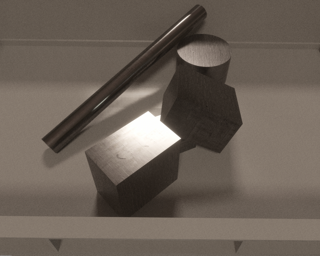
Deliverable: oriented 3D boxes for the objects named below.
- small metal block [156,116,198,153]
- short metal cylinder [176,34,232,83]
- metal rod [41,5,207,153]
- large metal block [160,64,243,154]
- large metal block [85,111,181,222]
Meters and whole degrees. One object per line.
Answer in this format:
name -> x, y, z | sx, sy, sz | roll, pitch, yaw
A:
small metal block -> 0.013, 0.008, 0.399 | 0.050, 0.025, 0.050 | -19, 53, -16
short metal cylinder -> 0.065, -0.100, 0.473 | 0.081, 0.050, 0.080 | 0, 50, 0
metal rod -> -0.038, -0.079, 0.432 | 0.025, 0.025, 0.301 | 36, 70, 26
large metal block -> 0.048, -0.025, 0.383 | 0.080, 0.050, 0.080 | 21, 36, -11
large metal block -> -0.026, 0.042, 0.334 | 0.080, 0.080, 0.050 | -34, 58, -26
